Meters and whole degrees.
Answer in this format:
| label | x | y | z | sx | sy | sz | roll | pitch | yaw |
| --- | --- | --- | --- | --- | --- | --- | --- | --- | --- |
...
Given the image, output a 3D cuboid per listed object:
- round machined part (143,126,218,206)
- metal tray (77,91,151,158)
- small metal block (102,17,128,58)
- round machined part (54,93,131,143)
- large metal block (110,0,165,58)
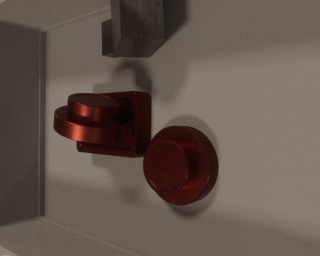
| label | x | y | z | sx | sy | sz | roll | pitch | yaw |
| --- | --- | --- | --- | --- | --- | --- | --- | --- | --- |
| round machined part | 0.018 | 0.046 | 0.380 | 0.098 | 0.042 | 0.097 | 0 | 90 | 39 |
| metal tray | -0.072 | -0.006 | 0.460 | 0.130 | 0.030 | 0.089 | 1 | 91 | 39 |
| small metal block | -0.059 | -0.133 | 0.453 | 0.050 | 0.025 | 0.050 | -2 | 89 | 39 |
| round machined part | -0.088 | -0.018 | 0.410 | 0.098 | 0.099 | 0.042 | 24 | 113 | 37 |
| large metal block | -0.031 | -0.139 | 0.390 | 0.080 | 0.050 | 0.080 | 169 | 98 | -75 |
